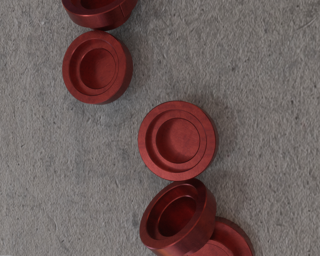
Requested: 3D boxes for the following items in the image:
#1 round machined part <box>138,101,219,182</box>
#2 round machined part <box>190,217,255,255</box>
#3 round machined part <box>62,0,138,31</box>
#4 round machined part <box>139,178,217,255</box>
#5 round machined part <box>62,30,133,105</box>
[{"bbox_3d":[0.025,0.016,0.391,0.098,0.042,0.097,0,90,20],"label":"round machined part"},{"bbox_3d":[0.064,0.162,0.377,0.098,0.042,0.097,0,90,19],"label":"round machined part"},{"bbox_3d":[-0.075,-0.168,0.412,0.098,0.042,0.098,-5,61,9],"label":"round machined part"},{"bbox_3d":[0.026,0.111,0.371,0.098,0.098,0.042,-34,114,16],"label":"round machined part"},{"bbox_3d":[-0.081,-0.081,0.429,0.098,0.042,0.097,0,90,20],"label":"round machined part"}]
